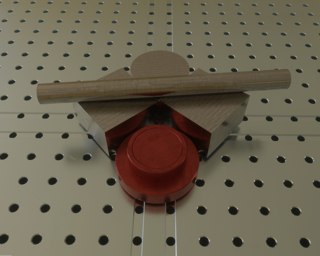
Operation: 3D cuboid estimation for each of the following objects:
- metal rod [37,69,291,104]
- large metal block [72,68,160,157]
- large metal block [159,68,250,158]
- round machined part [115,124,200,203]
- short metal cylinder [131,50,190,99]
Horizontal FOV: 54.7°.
[{"bbox_3d":[0.007,-0.051,0.378,0.302,0.025,0.025,-4,50,-3],"label":"metal rod"},{"bbox_3d":[-0.058,-0.023,0.405,0.081,0.050,0.080,-32,59,-25],"label":"large metal block"},{"bbox_3d":[0.055,-0.022,0.402,0.080,0.050,0.080,35,59,25],"label":"large metal block"},{"bbox_3d":[-0.003,0.034,0.362,0.099,0.042,0.098,0,50,0],"label":"round machined part"},{"bbox_3d":[0.000,-0.066,0.442,0.081,0.050,0.080,0,50,0],"label":"short metal cylinder"}]
